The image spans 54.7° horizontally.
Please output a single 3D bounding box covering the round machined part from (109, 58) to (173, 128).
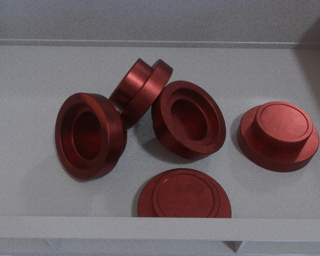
[{"bbox_3d":[-0.030,-0.050,0.395,0.042,0.098,0.098,37,52,-12],"label":"round machined part"}]

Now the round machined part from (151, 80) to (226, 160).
[{"bbox_3d":[0.030,-0.006,0.380,0.099,0.042,0.098,19,55,-28],"label":"round machined part"}]

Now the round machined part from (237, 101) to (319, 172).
[{"bbox_3d":[0.151,0.004,0.393,0.099,0.042,0.098,0,50,0],"label":"round machined part"}]

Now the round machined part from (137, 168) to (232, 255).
[{"bbox_3d":[0.026,0.083,0.325,0.099,0.042,0.098,0,50,0],"label":"round machined part"}]

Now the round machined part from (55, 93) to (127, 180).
[{"bbox_3d":[-0.077,0.009,0.362,0.098,0.097,0.042,43,27,29],"label":"round machined part"}]
